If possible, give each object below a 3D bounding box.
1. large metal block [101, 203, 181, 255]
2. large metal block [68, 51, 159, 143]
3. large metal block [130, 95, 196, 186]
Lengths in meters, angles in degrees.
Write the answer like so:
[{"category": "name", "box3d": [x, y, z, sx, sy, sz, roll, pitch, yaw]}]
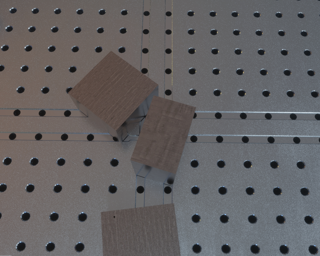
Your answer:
[{"category": "large metal block", "box3d": [-0.020, 0.133, 0.350, 0.081, 0.050, 0.080, -6, 70, -3]}, {"category": "large metal block", "box3d": [-0.059, -0.041, 0.413, 0.080, 0.050, 0.080, 37, 74, 12]}, {"category": "large metal block", "box3d": [0.005, 0.019, 0.376, 0.050, 0.080, 0.080, 17, 71, 6]}]
